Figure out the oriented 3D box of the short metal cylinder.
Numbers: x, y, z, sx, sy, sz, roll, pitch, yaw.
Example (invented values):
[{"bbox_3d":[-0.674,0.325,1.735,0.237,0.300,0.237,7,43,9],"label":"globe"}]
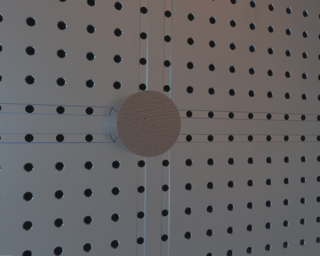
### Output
[{"bbox_3d":[-0.021,-0.005,0.393,0.081,0.050,0.079,0,90,-21],"label":"short metal cylinder"}]
